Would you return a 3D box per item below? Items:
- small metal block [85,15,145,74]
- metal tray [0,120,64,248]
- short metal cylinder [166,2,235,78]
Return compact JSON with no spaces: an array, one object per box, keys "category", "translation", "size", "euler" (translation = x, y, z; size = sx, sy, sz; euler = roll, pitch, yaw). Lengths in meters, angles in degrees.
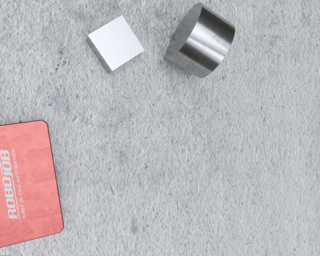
[{"category":"small metal block","translation":[-0.056,-0.104,0.388],"size":[0.050,0.025,0.050],"euler":[-37,102,-16]},{"category":"metal tray","translation":[-0.164,0.060,0.346],"size":[0.091,0.030,0.129],"euler":[-9,93,-20]},{"category":"short metal cylinder","translation":[0.050,-0.111,0.398],"size":[0.050,0.080,0.080],"euler":[27,81,-18]}]
